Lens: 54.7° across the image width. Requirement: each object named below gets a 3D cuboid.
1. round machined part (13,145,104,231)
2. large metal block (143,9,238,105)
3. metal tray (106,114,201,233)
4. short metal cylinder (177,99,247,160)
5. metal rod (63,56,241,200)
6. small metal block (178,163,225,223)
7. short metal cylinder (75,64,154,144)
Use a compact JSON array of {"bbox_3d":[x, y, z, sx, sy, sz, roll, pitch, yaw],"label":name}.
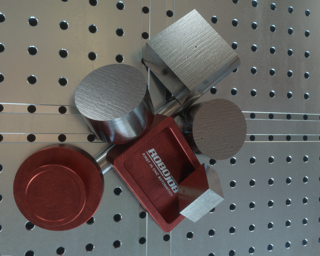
[{"bbox_3d":[-0.114,0.070,0.348,0.099,0.042,0.097,-1,96,-5],"label":"round machined part"},{"bbox_3d":[0.037,-0.090,0.400,0.080,0.050,0.080,-39,83,-16],"label":"large metal block"},{"bbox_3d":[0.004,0.058,0.396,0.090,0.030,0.130,-39,115,-15],"label":"metal tray"},{"bbox_3d":[0.070,0.002,0.424,0.081,0.050,0.079,0,90,-20],"label":"short metal cylinder"},{"bbox_3d":[-0.005,-0.009,0.412,0.301,0.025,0.025,-39,103,-15],"label":"metal rod"},{"bbox_3d":[0.049,0.080,0.387,0.025,0.050,0.050,37,113,-19],"label":"small metal block"},{"bbox_3d":[-0.050,-0.028,0.359,0.080,0.050,0.080,-5,57,7],"label":"short metal cylinder"}]
